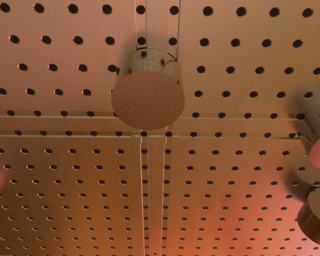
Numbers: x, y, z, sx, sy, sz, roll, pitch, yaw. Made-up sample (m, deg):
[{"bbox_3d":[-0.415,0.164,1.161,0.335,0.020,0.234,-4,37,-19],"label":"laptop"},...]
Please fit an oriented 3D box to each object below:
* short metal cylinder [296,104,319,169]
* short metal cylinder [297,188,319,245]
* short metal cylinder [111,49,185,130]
[{"bbox_3d":[0.229,0.011,0.407,0.081,0.050,0.079,0,130,0],"label":"short metal cylinder"},{"bbox_3d":[0.272,0.144,0.500,0.081,0.080,0.050,3,130,-3],"label":"short metal cylinder"},{"bbox_3d":[-0.013,-0.044,0.358,0.081,0.050,0.079,0,131,0],"label":"short metal cylinder"}]
